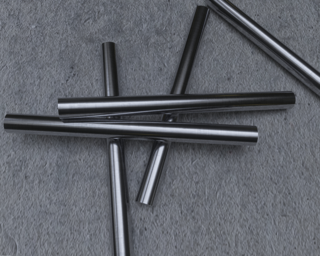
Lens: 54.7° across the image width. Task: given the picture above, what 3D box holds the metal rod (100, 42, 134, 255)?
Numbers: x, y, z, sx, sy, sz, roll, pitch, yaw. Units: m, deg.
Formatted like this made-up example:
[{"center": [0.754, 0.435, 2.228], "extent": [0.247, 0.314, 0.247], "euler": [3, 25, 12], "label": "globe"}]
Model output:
[{"center": [-0.057, 0.022, 0.399], "extent": [0.025, 0.025, 0.299], "euler": [-6, 70, -2], "label": "metal rod"}]

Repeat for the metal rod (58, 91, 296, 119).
[{"center": [0.030, -0.031, 0.393], "extent": [0.302, 0.025, 0.025], "euler": [-3, 70, -12], "label": "metal rod"}]

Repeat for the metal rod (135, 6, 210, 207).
[{"center": [0.023, -0.043, 0.423], "extent": [0.025, 0.025, 0.299], "euler": [15, 71, 5], "label": "metal rod"}]

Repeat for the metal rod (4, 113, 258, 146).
[{"center": [-0.035, 0.002, 0.379], "extent": [0.302, 0.025, 0.025], "euler": [3, 70, 1], "label": "metal rod"}]

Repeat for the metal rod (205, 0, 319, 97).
[{"center": [0.182, -0.102, 0.446], "extent": [0.025, 0.025, 0.300], "euler": [-41, 75, -14], "label": "metal rod"}]
